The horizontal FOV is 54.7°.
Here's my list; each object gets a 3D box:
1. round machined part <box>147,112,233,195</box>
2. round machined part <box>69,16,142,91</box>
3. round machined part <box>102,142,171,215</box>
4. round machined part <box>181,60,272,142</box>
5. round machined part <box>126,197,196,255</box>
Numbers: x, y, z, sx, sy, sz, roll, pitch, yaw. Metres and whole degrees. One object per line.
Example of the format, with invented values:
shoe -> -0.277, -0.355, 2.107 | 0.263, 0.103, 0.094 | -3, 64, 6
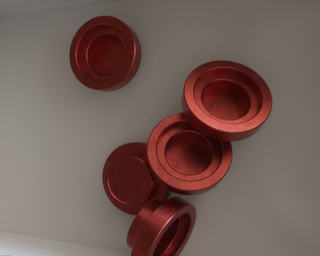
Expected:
round machined part -> 0.034, 0.033, 0.374 | 0.099, 0.042, 0.098 | 0, 64, -1
round machined part -> -0.070, -0.099, 0.425 | 0.098, 0.042, 0.097 | 0, 90, 19
round machined part -> -0.034, 0.068, 0.413 | 0.098, 0.042, 0.097 | 0, 90, 19
round machined part -> 0.074, -0.027, 0.359 | 0.099, 0.042, 0.098 | 2, 61, -3
round machined part -> -0.002, 0.126, 0.373 | 0.042, 0.098, 0.097 | 26, 99, 31
